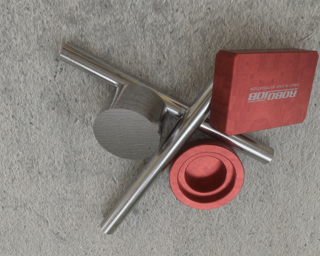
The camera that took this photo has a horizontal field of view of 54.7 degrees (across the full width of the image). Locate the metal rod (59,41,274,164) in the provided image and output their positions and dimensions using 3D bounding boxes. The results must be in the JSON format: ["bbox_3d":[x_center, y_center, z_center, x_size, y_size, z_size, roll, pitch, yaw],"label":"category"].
[{"bbox_3d":[0.017,-0.028,0.402,0.301,0.025,0.025,27,108,-10],"label":"metal rod"}]

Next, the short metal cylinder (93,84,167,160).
[{"bbox_3d":[-0.035,-0.007,0.381,0.080,0.050,0.079,7,131,9],"label":"short metal cylinder"}]

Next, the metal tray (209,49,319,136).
[{"bbox_3d":[0.123,-0.045,0.363,0.131,0.030,0.089,-8,113,-27],"label":"metal tray"}]

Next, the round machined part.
[{"bbox_3d":[0.061,0.059,0.424,0.099,0.042,0.097,0,110,0],"label":"round machined part"}]

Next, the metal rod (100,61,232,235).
[{"bbox_3d":[0.003,0.039,0.407,0.025,0.025,0.298,32,113,-11],"label":"metal rod"}]
